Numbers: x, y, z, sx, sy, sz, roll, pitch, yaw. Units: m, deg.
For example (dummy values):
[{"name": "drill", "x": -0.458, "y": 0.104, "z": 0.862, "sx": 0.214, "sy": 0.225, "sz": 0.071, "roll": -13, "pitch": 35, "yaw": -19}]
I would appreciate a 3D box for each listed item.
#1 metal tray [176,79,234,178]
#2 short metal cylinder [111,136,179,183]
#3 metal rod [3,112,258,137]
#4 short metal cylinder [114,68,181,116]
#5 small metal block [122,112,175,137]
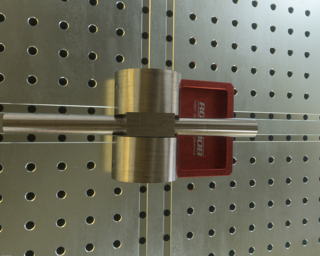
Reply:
[{"name": "metal tray", "x": 0.055, "y": 0.001, "z": 0.430, "sx": 0.091, "sy": 0.030, "sz": 0.129, "roll": 1, "pitch": 90, "yaw": -20}, {"name": "short metal cylinder", "x": -0.018, "y": 0.035, "z": 0.376, "sx": 0.081, "sy": 0.080, "sz": 0.050, "roll": 1, "pitch": 90, "yaw": -20}, {"name": "metal rod", "x": -0.025, "y": -0.003, "z": 0.378, "sx": 0.302, "sy": 0.025, "sz": 0.025, "roll": 1, "pitch": 90, "yaw": -11}, {"name": "short metal cylinder", "x": -0.015, "y": -0.040, "z": 0.376, "sx": 0.081, "sy": 0.080, "sz": 0.050, "roll": 1, "pitch": 90, "yaw": -20}, {"name": "small metal block", "x": -0.014, "y": -0.004, "z": 0.343, "sx": 0.050, "sy": 0.050, "sz": 0.025, "roll": 1, "pitch": 90, "yaw": -12}]
